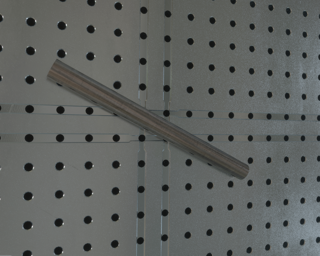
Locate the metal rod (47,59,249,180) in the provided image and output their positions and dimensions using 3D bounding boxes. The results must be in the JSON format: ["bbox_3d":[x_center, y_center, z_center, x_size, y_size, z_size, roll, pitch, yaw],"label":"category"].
[{"bbox_3d":[-0.002,-0.003,0.413,0.301,0.025,0.025,28,81,-18],"label":"metal rod"}]
